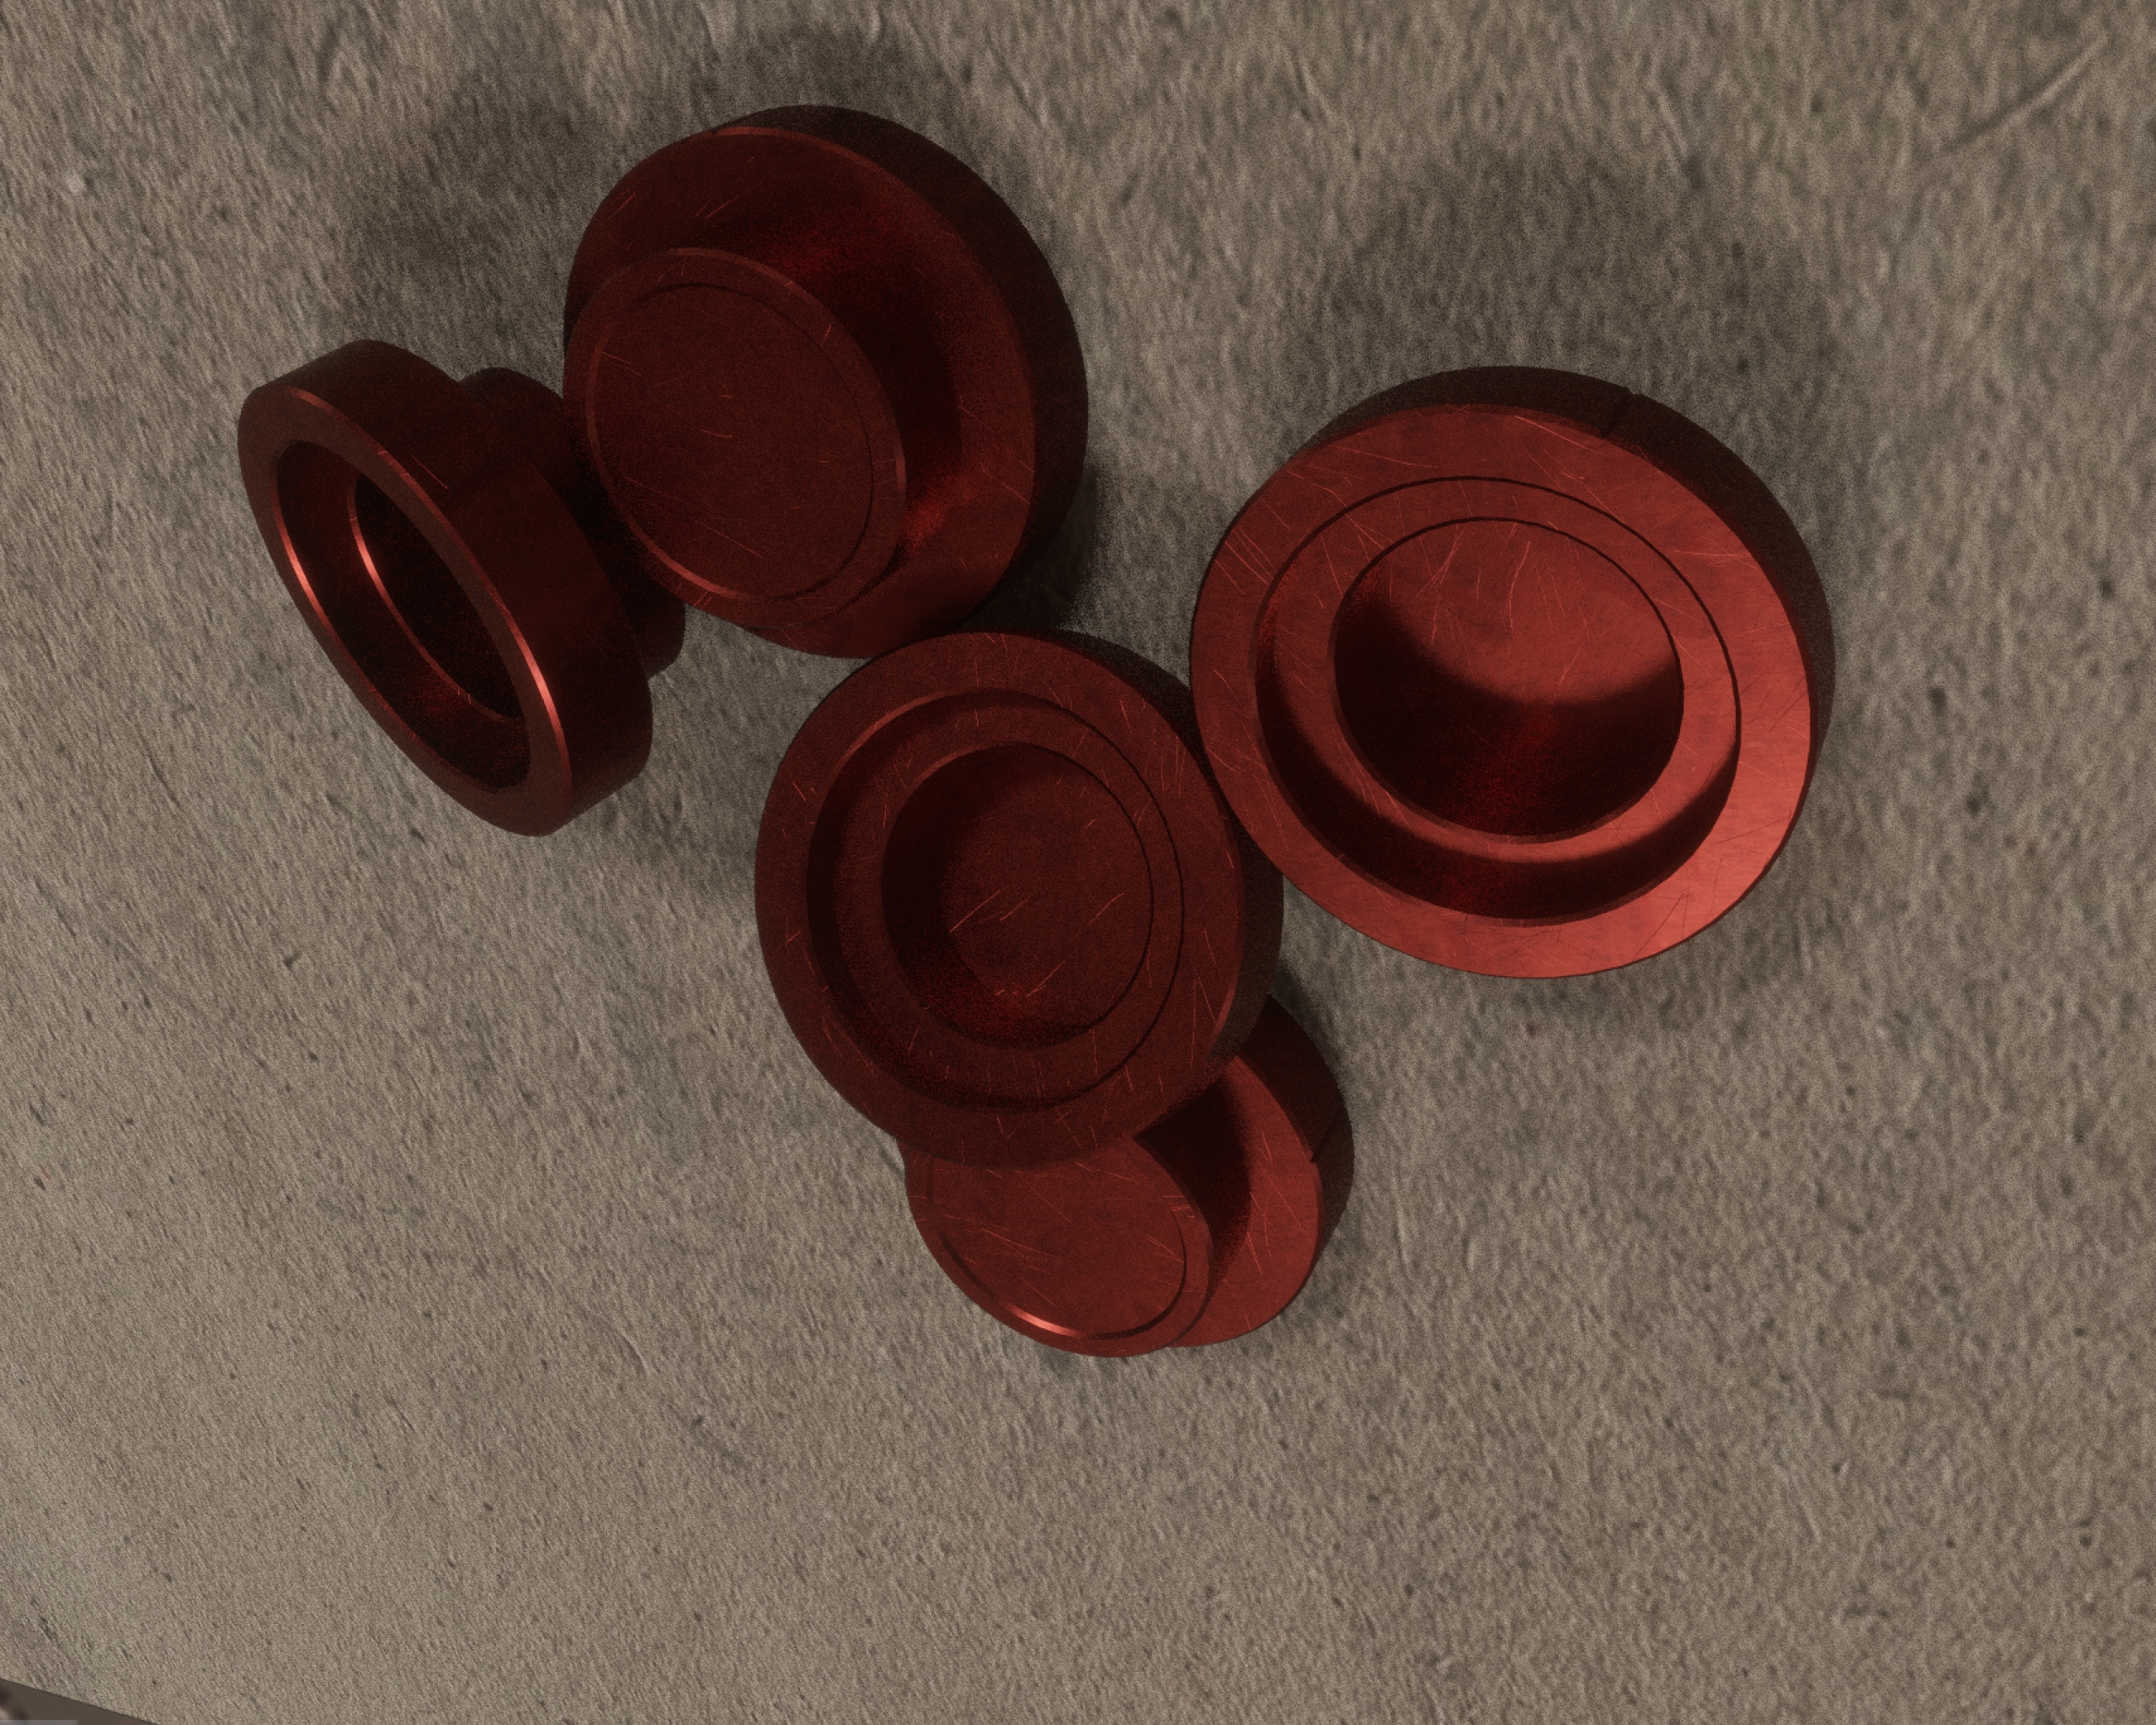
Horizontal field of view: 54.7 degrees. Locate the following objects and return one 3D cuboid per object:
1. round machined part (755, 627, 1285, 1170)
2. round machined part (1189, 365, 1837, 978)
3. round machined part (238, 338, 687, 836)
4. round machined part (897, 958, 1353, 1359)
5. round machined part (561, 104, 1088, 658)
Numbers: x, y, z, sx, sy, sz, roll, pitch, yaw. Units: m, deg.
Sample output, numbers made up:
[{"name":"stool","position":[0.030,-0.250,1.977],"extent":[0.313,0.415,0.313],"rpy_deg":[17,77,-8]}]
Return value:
[{"name":"round machined part","position":[-0.008,0.005,0.389],"extent":[0.098,0.042,0.097],"rpy_deg":[3,96,25]},{"name":"round machined part","position":[0.071,-0.033,0.338],"extent":[0.098,0.042,0.097],"rpy_deg":[13,124,20]},{"name":"round machined part","position":[-0.115,-0.057,0.407],"extent":[0.098,0.042,0.097],"rpy_deg":[33,146,27]},{"name":"round machined part","position":[0.004,0.063,0.432],"extent":[0.098,0.042,0.097],"rpy_deg":[13,124,20]},{"name":"round machined part","position":[-0.051,-0.081,0.372],"extent":[0.098,0.042,0.097],"rpy_deg":[13,124,20]}]
